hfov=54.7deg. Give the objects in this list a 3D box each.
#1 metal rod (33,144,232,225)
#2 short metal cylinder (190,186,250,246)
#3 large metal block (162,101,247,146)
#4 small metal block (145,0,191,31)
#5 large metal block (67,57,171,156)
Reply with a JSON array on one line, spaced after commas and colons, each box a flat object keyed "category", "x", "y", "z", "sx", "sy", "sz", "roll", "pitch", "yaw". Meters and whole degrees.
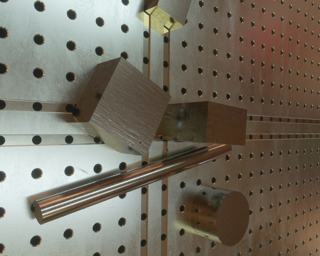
[{"category": "metal rod", "x": -0.008, "y": 0.058, "z": 0.404, "sx": 0.302, "sy": 0.025, "sz": 0.025, "roll": -13, "pitch": 99, "yaw": -39}, {"category": "short metal cylinder", "x": 0.092, "y": 0.133, "z": 0.473, "sx": 0.081, "sy": 0.050, "sz": 0.079, "roll": 0, "pitch": 90, "yaw": -40}, {"category": "large metal block", "x": 0.061, "y": -0.004, "z": 0.427, "sx": 0.081, "sy": 0.080, "sz": 0.050, "roll": 7, "pitch": 86, "yaw": -40}, {"category": "small metal block", "x": 0.013, "y": -0.170, "z": 0.422, "sx": 0.050, "sy": 0.025, "sz": 0.050, "roll": 25, "pitch": 74, "yaw": -37}, {"category": "large metal block", "x": -0.044, "y": -0.022, "z": 0.357, "sx": 0.080, "sy": 0.050, "sz": 0.080, "roll": 35, "pitch": 68, "yaw": -35}]
